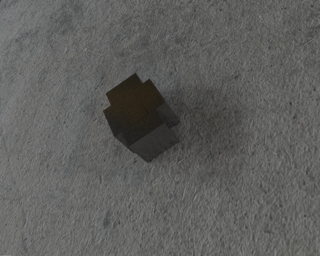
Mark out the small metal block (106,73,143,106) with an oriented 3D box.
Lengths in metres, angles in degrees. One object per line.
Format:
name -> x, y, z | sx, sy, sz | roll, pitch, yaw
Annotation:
small metal block -> -0.038, -0.041, 0.432 | 0.050, 0.050, 0.025 | -34, 52, 6

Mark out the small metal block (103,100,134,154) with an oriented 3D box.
small metal block -> -0.045, -0.001, 0.411 | 0.025, 0.050, 0.050 | -35, 52, 5

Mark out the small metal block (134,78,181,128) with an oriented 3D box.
small metal block -> -0.003, -0.029, 0.407 | 0.025, 0.050, 0.050 | -35, 52, 5

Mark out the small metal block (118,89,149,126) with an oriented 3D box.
small metal block -> -0.024, -0.015, 0.409 | 0.025, 0.050, 0.050 | -35, 52, 5

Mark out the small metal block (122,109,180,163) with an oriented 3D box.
small metal block -> -0.010, 0.011, 0.386 | 0.050, 0.050, 0.025 | -34, 52, 6
